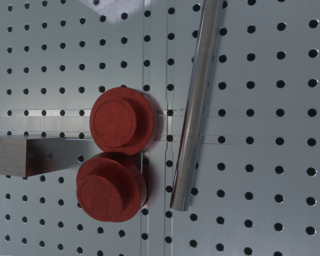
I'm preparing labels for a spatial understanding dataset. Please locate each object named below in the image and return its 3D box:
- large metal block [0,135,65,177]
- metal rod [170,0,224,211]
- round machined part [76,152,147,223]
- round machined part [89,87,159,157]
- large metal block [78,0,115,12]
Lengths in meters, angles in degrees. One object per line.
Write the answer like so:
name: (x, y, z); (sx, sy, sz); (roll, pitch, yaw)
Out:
large metal block: (-0.198, 0.038, 0.453); (0.080, 0.080, 0.050); (3, 91, 20)
metal rod: (0.048, -0.043, 0.395); (0.025, 0.025, 0.298); (10, 93, 19)
round machined part: (-0.071, 0.085, 0.414); (0.098, 0.042, 0.097); (7, 111, 19)
round machined part: (-0.055, -0.008, 0.423); (0.098, 0.042, 0.097); (0, 90, 19)
large metal block: (-0.082, -0.224, 0.428); (0.080, 0.050, 0.080); (-23, 83, 18)
